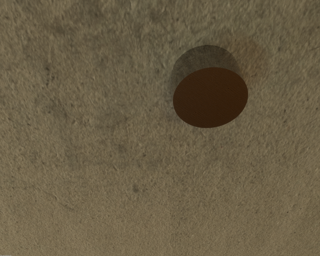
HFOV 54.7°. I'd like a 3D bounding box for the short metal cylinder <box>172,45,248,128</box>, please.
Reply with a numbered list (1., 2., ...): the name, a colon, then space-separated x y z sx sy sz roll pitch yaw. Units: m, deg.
1. short metal cylinder: 0.054 -0.046 0.352 0.081 0.050 0.079 0 130 0
